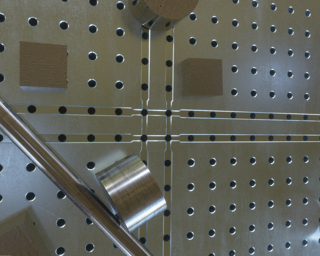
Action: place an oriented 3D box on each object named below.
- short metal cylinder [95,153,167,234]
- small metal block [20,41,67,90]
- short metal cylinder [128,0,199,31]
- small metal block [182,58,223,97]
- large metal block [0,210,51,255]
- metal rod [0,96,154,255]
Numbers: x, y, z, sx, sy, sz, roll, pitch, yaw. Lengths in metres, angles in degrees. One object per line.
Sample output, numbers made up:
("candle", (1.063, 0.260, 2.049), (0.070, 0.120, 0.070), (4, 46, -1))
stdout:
("short metal cylinder", (-0.035, 0.077, 0.370), (0.050, 0.080, 0.080), (-29, 100, -17))
("small metal block", (-0.136, -0.071, 0.362), (0.050, 0.025, 0.050), (0, 90, -20))
("short metal cylinder", (0.004, -0.173, 0.400), (0.081, 0.050, 0.080), (0, 90, -20))
("small metal block", (0.059, -0.070, 0.434), (0.050, 0.025, 0.050), (-2, 91, -20))
("large metal block", (-0.167, 0.151, 0.338), (0.081, 0.050, 0.080), (-27, 99, -18))
("metal rod", (-0.108, 0.068, 0.372), (0.025, 0.025, 0.300), (-43, 104, -15))
